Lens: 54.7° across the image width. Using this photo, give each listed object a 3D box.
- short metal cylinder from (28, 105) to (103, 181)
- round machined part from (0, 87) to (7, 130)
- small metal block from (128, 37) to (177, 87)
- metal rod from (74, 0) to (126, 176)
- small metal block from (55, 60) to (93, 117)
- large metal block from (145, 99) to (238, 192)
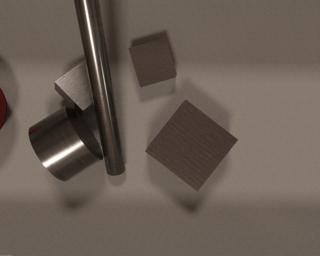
[{"bbox_3d":[-0.114,0.018,0.382,0.050,0.080,0.080,-32,90,0],"label":"short metal cylinder"},{"bbox_3d":[-0.246,-0.024,0.388,0.099,0.042,0.097,0,89,-26],"label":"round machined part"},{"bbox_3d":[-0.009,-0.086,0.411,0.050,0.025,0.050,-16,90,-1],"label":"small metal block"},{"bbox_3d":[-0.070,-0.076,0.345,0.025,0.025,0.298,-5,117,0],"label":"metal rod"},{"bbox_3d":[-0.099,-0.051,0.401,0.050,0.025,0.050,46,66,0],"label":"small metal block"},{"bbox_3d":[0.038,0.021,0.399,0.080,0.050,0.080,38,90,-1],"label":"large metal block"}]
